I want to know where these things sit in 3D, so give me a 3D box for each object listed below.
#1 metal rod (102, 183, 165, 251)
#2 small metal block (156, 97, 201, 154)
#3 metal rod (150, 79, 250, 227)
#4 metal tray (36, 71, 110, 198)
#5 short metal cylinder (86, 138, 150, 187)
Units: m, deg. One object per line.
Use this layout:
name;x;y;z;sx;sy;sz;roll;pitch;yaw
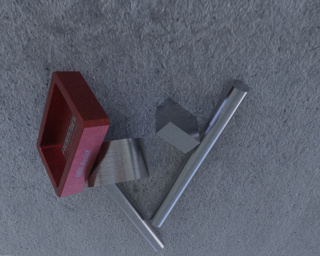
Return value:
metal rod;-0.059;0.122;0.509;0.025;0.025;0.299;-17;129;14
small metal block;0.022;-0.004;0.388;0.050;0.050;0.025;34;122;-26
metal rod;0.044;0.057;0.456;0.025;0.025;0.298;15;129;-13
metal tray;-0.109;0.009;0.369;0.030;0.090;0.129;-8;140;-39
short metal cylinder;-0.057;0.045;0.401;0.081;0.050;0.080;-10;173;-1
